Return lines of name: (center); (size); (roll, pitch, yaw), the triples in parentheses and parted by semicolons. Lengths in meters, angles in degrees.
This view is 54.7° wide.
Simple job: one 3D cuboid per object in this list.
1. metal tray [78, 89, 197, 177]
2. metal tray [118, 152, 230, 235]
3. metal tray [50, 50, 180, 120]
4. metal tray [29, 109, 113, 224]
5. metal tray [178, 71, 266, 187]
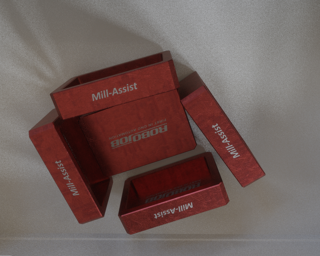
metal tray: (-0.027, 0.002, 0.406); (0.131, 0.030, 0.090); (-19, 109, 6)
metal tray: (0.016, 0.081, 0.405); (0.131, 0.090, 0.030); (-19, 109, 6)
metal tray: (-0.047, -0.052, 0.354); (0.131, 0.090, 0.030); (-15, 110, 5)
metal tray: (-0.104, 0.041, 0.388); (0.030, 0.090, 0.129); (-20, 109, 7)
metal tray: (0.071, -0.001, 0.376); (0.030, 0.090, 0.130); (-34, 107, 12)
